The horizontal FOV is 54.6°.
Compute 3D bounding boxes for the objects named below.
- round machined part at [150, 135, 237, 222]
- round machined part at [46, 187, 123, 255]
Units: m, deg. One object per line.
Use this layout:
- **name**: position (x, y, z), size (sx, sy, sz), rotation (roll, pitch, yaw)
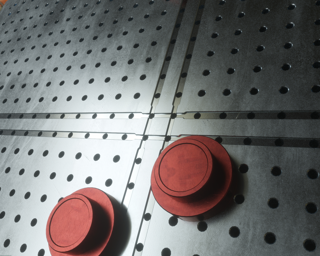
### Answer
- **round machined part**: position (0.033, 0.051, 0.349), size (0.098, 0.042, 0.098), rotation (-13, 56, 21)
- **round machined part**: position (-0.098, 0.119, 0.377), size (0.098, 0.042, 0.098), rotation (-13, 56, 21)
